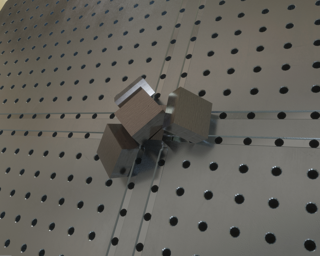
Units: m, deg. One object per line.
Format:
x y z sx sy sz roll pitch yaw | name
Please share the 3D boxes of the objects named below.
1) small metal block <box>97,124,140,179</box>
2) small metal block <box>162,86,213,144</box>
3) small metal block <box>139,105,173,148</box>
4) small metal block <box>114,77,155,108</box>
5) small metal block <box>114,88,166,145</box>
-0.056 0.029 0.404 0.050 0.025 0.050 53 130 39 | small metal block
0.034 -0.015 0.381 0.025 0.050 0.050 -29 43 53 | small metal block
-0.009 -0.003 0.416 0.050 0.025 0.050 2 65 29 | small metal block
-0.038 -0.047 0.442 0.050 0.025 0.050 -40 15 1 | small metal block
-0.023 -0.015 0.398 0.050 0.025 0.050 -41 51 -1 | small metal block
